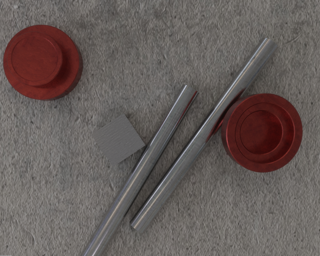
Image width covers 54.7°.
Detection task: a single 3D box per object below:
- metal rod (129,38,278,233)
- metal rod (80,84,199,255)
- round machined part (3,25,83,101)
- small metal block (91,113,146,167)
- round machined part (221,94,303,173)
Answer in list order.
[{"bbox_3d":[0.058,0.010,0.410,0.025,0.025,0.299,36,90,0],"label":"metal rod"},{"bbox_3d":[-0.036,0.077,0.409,0.025,0.025,0.299,31,90,0],"label":"metal rod"},{"bbox_3d":[-0.154,-0.085,0.400,0.099,0.042,0.097,0,90,0],"label":"round machined part"},{"bbox_3d":[-0.053,0.015,0.410,0.050,0.025,0.050,-34,90,0],"label":"small metal block"},{"bbox_3d":[0.126,0.005,0.398,0.099,0.042,0.097,-1,95,-7],"label":"round machined part"}]
